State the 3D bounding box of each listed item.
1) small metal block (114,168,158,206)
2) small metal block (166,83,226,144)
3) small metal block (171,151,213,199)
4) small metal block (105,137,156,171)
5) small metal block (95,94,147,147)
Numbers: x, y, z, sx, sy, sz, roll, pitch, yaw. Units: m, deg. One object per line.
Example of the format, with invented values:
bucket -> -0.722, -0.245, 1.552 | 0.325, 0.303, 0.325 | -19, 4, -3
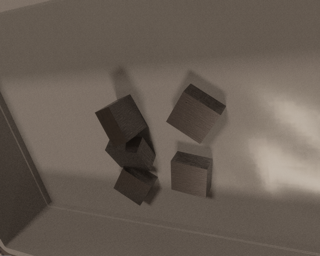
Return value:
small metal block -> -0.038, 0.085, 0.480 | 0.050, 0.025, 0.050 | 32, 129, 6
small metal block -> 0.043, -0.017, 0.375 | 0.050, 0.025, 0.050 | 34, 129, 5
small metal block -> 0.043, 0.064, 0.424 | 0.050, 0.025, 0.050 | 11, 123, 22
small metal block -> -0.041, 0.035, 0.438 | 0.050, 0.025, 0.050 | 2, 146, 26
small metal block -> -0.050, -0.011, 0.408 | 0.025, 0.050, 0.050 | -19, 103, 35
